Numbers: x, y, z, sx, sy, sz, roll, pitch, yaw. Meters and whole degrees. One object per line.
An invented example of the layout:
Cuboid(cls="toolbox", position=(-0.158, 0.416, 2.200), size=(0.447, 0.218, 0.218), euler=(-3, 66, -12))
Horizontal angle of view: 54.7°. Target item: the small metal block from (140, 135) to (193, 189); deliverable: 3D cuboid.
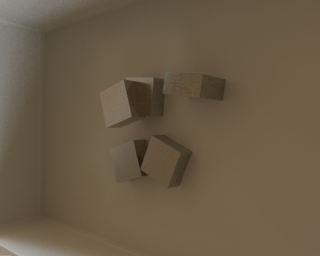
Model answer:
Cuboid(cls="small metal block", position=(0.007, 0.042, 0.399), size=(0.050, 0.025, 0.050), euler=(30, 109, 35))

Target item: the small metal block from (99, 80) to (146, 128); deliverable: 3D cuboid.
Cuboid(cls="small metal block", position=(-0.051, -0.031, 0.414), size=(0.050, 0.025, 0.050), euler=(-21, 77, 38))

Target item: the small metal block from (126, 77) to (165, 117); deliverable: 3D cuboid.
Cuboid(cls="small metal block", position=(-0.021, -0.043, 0.422), size=(0.050, 0.025, 0.050), euler=(8, 95, 39))

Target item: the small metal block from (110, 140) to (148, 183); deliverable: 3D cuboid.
Cuboid(cls="small metal block", position=(-0.041, 0.047, 0.438), size=(0.050, 0.025, 0.050), euler=(-22, 76, 37))

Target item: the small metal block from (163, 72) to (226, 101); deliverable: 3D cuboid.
Cuboid(cls="small metal block", position=(0.040, -0.048, 0.356), size=(0.050, 0.050, 0.025), euler=(11, 98, 39))
